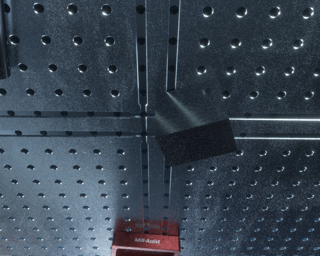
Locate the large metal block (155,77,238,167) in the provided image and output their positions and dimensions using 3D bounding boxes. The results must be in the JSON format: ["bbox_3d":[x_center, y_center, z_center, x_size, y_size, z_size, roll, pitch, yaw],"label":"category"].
[{"bbox_3d":[0.041,-0.008,0.369,0.080,0.080,0.050,-15,129,12],"label":"large metal block"}]

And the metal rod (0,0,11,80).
[{"bbox_3d":[-0.152,-0.173,0.262,0.025,0.025,0.298,10,130,-8],"label":"metal rod"}]

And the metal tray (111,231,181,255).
[{"bbox_3d":[-0.031,0.249,0.619,0.131,0.030,0.089,7,130,-6],"label":"metal tray"}]
